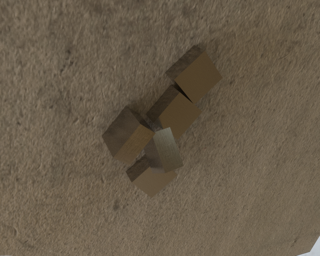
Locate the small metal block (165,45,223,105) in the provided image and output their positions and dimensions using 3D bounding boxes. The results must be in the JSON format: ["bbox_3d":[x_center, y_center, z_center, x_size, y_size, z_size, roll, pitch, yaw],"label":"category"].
[{"bbox_3d":[0.043,-0.067,0.391,0.050,0.025,0.050,-44,130,1],"label":"small metal block"}]

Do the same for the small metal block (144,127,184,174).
[{"bbox_3d":[0.001,0.030,0.393,0.025,0.050,0.050,-19,88,-21],"label":"small metal block"}]

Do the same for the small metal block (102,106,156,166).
[{"bbox_3d":[-0.039,0.008,0.375,0.025,0.050,0.050,33,100,-37],"label":"small metal block"}]

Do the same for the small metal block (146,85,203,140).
[{"bbox_3d":[0.019,-0.020,0.407,0.050,0.025,0.050,-50,129,6],"label":"small metal block"}]

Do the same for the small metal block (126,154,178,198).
[{"bbox_3d":[-0.012,0.065,0.442,0.050,0.025,0.050,-42,130,0],"label":"small metal block"}]
